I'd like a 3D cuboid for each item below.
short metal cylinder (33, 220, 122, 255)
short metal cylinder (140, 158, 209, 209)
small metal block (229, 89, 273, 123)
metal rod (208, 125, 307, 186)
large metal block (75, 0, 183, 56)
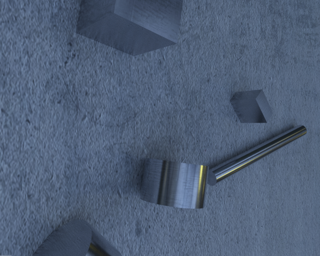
[{"bbox_3d":[-0.083,0.138,0.301,0.080,0.080,0.050,-51,121,-28],"label":"short metal cylinder"},{"bbox_3d":[0.018,0.067,0.387,0.081,0.080,0.050,13,82,-40],"label":"short metal cylinder"},{"bbox_3d":[0.153,-0.035,0.520,0.025,0.050,0.050,-50,120,-29],"label":"small metal block"},{"bbox_3d":[0.189,0.041,0.566,0.302,0.025,0.025,-18,102,-39],"label":"metal rod"},{"bbox_3d":[-0.034,-0.123,0.341,0.081,0.080,0.050,13,82,-40],"label":"large metal block"}]
